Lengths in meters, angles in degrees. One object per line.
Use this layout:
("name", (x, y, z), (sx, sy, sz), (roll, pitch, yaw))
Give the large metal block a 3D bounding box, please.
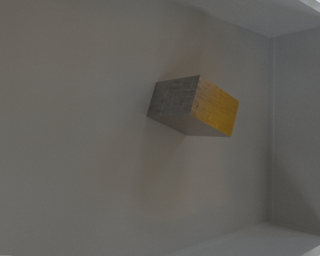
("large metal block", (0.043, -0.025, 0.409), (0.080, 0.080, 0.050), (25, 74, -38))
